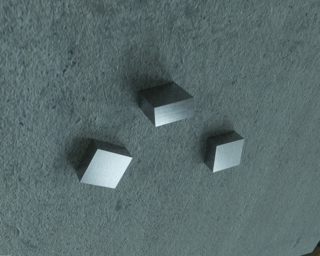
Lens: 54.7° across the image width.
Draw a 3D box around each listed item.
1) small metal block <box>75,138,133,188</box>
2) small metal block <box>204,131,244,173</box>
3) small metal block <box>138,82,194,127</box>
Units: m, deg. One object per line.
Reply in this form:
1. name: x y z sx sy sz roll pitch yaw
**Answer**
1. small metal block: -0.072 0.046 0.396 0.050 0.025 0.050 19 108 -36
2. small metal block: 0.100 0.037 0.484 0.050 0.025 0.050 -13 124 -22
3. small metal block: 0.007 -0.030 0.375 0.050 0.050 0.025 -16 125 -19
